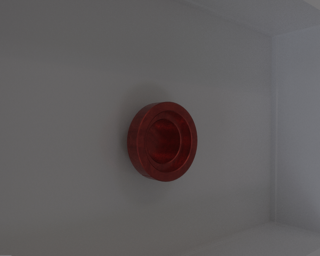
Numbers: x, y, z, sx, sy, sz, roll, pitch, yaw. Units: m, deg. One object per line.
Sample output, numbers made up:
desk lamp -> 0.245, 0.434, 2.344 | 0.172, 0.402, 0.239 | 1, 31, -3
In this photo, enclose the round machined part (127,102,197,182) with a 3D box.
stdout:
round machined part -> -0.001, 0.017, 0.393 | 0.099, 0.042, 0.097 | 0, 90, -40
